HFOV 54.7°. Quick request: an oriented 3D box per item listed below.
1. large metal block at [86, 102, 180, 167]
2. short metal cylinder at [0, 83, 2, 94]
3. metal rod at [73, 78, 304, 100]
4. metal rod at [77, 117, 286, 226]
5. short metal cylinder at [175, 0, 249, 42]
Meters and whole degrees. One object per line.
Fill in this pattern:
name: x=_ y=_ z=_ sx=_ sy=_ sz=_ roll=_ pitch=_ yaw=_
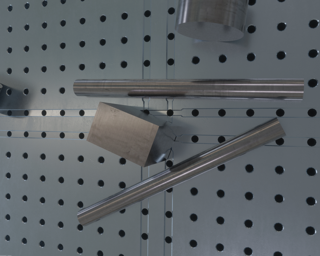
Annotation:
large metal block: x=-0.031 y=0.006 z=0.394 sx=0.080 sy=0.080 sz=0.050 roll=23 pitch=98 yaw=18
short metal cylinder: x=-0.301 y=-0.057 z=0.489 sx=0.080 sy=0.080 sz=0.050 roll=28 pitch=99 yaw=18
metal rod: x=0.022 y=-0.052 z=0.404 sx=0.301 sy=0.025 sz=0.025 roll=3 pitch=91 yaw=19
metal rod: x=0.015 y=0.064 z=0.407 sx=0.300 sy=0.025 sz=0.025 roll=-28 pitch=81 yaw=17
short metal cylinder: x=0.061 y=-0.137 z=0.362 sx=0.080 sy=0.080 sz=0.050 roll=9 pitch=93 yaw=20
